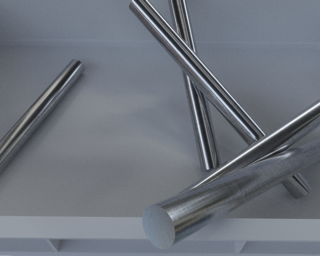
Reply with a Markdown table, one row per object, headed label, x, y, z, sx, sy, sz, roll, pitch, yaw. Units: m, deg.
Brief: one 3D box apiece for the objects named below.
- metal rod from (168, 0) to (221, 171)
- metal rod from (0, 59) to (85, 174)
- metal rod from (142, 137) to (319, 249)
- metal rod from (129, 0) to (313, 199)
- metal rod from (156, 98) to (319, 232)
| label | x | y | z | sx | sy | sz | roll | pitch | yaw |
| --- | --- | --- | --- | --- | --- | --- | --- | --- | --- |
| metal rod | 0.038 | -0.093 | 0.405 | 0.025 | 0.025 | 0.299 | -8 | 75 | -7 |
| metal rod | -0.181 | 0.010 | 0.393 | 0.025 | 0.025 | 0.301 | 16 | 52 | 13 |
| metal rod | 0.102 | 0.039 | 0.282 | 0.302 | 0.025 | 0.025 | -9 | 44 | -46 |
| metal rod | 0.067 | -0.042 | 0.367 | 0.025 | 0.025 | 0.300 | -36 | 82 | -27 |
| metal rod | 0.126 | 0.014 | 0.333 | 0.302 | 0.025 | 0.025 | -29 | 56 | -22 |
